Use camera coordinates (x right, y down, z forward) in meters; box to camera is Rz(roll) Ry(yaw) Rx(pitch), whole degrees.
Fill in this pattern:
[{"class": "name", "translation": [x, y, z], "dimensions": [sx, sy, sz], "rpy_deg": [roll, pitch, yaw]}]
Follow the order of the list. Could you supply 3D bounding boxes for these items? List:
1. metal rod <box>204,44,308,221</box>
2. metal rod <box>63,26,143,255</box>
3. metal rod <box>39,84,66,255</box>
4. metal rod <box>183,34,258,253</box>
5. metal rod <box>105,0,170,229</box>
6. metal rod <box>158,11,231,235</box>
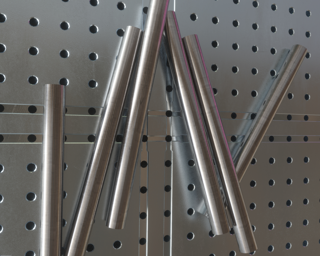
[{"class": "metal rod", "translation": [0.148, 0.002, 0.466], "dimensions": [0.025, 0.025, 0.300], "rpy_deg": [34, 79, -17]}, {"class": "metal rod", "translation": [-0.069, 0.018, 0.386], "dimensions": [0.025, 0.025, 0.299], "rpy_deg": [16, 85, -19]}, {"class": "metal rod", "translation": [-0.128, 0.099, 0.365], "dimensions": [0.025, 0.025, 0.298], "rpy_deg": [2, 90, -20]}, {"class": "metal rod", "translation": [0.080, 0.020, 0.423], "dimensions": [0.025, 0.025, 0.299], "rpy_deg": [-15, 88, -19]}, {"class": "metal rod", "translation": [-0.028, -0.023, 0.392], "dimensions": [0.025, 0.025, 0.299], "rpy_deg": [11, 90, -20]}, {"class": "metal rod", "translation": [0.045, -0.007, 0.415], "dimensions": [0.025, 0.025, 0.299], "rpy_deg": [-14, 90, -19]}]
